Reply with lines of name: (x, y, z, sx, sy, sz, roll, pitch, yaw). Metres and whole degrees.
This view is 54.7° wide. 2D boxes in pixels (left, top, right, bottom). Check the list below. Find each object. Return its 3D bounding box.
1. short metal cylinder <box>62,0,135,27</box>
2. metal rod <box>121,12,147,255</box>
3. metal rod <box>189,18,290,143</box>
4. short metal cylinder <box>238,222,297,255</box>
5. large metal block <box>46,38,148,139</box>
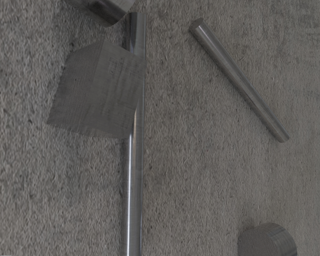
short metal cylinder: (-0.059, -0.153, 0.319, 0.050, 0.080, 0.080, 26, 74, -37)
metal rod: (-0.032, 0.012, 0.377, 0.025, 0.025, 0.298, 2, 89, -40)
metal rod: (0.147, -0.066, 0.527, 0.300, 0.025, 0.025, 42, 65, -32)
short metal cylinder: (0.179, 0.205, 0.519, 0.050, 0.080, 0.079, -2, 92, -40)
large metal block: (-0.065, -0.035, 0.314, 0.050, 0.080, 0.080, 21, 77, -38)
